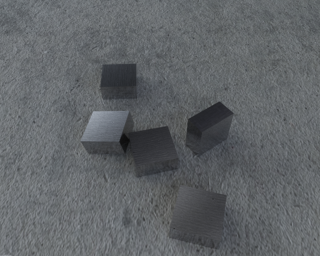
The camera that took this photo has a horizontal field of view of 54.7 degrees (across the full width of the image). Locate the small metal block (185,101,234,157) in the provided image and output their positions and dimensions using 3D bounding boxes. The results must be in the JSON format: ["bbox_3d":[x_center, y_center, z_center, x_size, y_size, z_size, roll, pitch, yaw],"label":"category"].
[{"bbox_3d":[0.061,0.002,0.386,0.050,0.050,0.025,-29,56,-22],"label":"small metal block"}]

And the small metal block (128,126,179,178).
[{"bbox_3d":[-0.009,0.028,0.379,0.050,0.025,0.050,-10,51,-9],"label":"small metal block"}]

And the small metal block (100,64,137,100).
[{"bbox_3d":[-0.060,-0.070,0.461,0.050,0.025,0.050,-2,50,-2],"label":"small metal block"}]

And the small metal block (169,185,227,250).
[{"bbox_3d":[0.040,0.093,0.325,0.050,0.025,0.050,11,51,9],"label":"small metal block"}]

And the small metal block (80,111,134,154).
[{"bbox_3d":[-0.065,0.005,0.392,0.050,0.025,0.050,0,49,15],"label":"small metal block"}]
